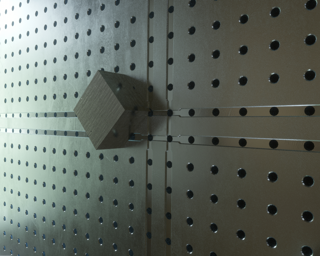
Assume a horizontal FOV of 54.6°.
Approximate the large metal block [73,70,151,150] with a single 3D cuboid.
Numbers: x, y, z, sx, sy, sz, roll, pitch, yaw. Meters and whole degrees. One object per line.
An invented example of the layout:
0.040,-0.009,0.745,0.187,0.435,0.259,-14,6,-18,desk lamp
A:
-0.072,-0.025,0.454,0.080,0.050,0.080,-50,60,28,large metal block
